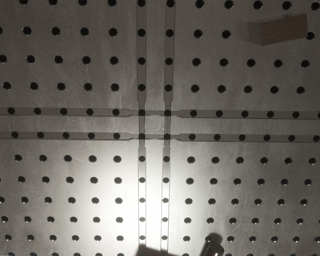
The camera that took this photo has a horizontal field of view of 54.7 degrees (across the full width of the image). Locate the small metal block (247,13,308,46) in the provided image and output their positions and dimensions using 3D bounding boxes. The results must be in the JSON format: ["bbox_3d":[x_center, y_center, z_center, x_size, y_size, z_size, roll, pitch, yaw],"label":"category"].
[{"bbox_3d":[0.135,-0.115,0.360,0.050,0.050,0.025,-11,110,3],"label":"small metal block"}]

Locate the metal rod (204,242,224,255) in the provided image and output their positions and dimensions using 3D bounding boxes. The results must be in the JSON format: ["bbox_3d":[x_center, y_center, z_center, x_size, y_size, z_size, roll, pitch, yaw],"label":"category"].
[{"bbox_3d":[0.045,0.321,0.532,0.025,0.025,0.298,16,109,-6],"label":"metal rod"}]
